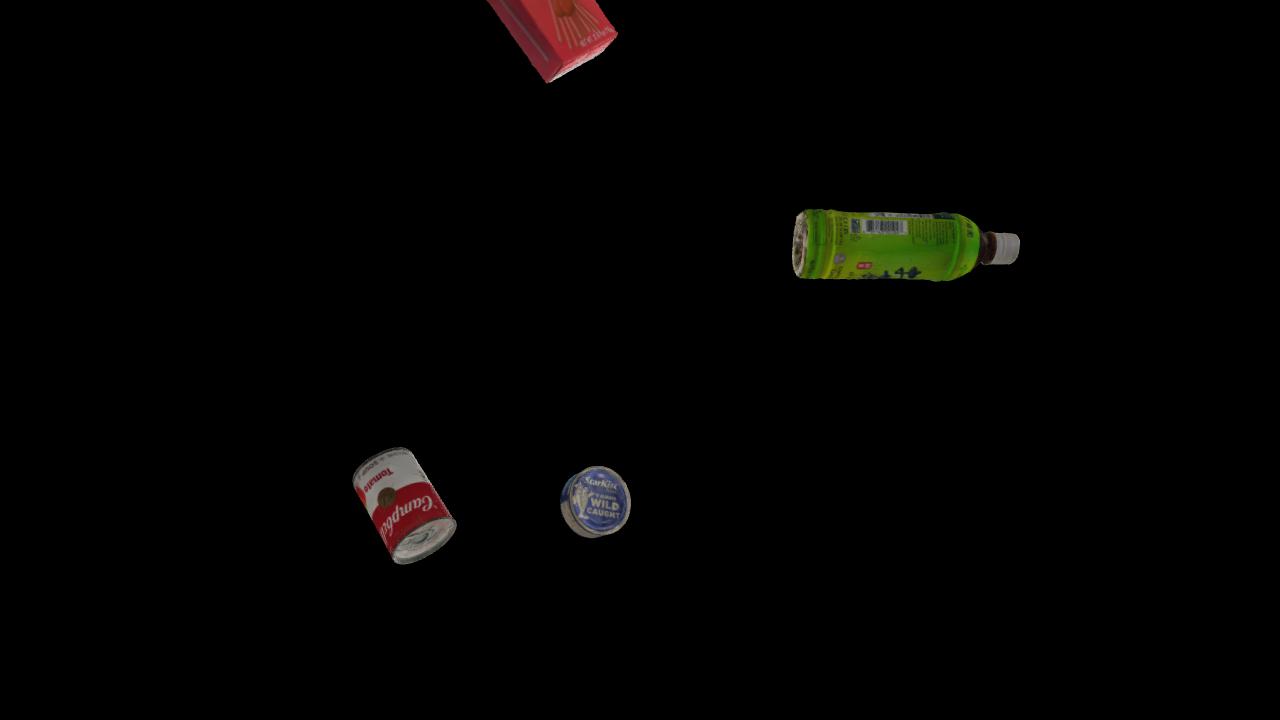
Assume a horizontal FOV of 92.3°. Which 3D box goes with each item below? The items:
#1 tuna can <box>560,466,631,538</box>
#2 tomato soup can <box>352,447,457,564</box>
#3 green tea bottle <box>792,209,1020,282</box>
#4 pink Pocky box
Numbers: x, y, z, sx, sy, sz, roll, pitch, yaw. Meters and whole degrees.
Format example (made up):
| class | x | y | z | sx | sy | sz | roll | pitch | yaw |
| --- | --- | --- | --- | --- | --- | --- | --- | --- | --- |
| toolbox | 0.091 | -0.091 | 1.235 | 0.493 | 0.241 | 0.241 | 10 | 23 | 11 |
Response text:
| class | x | y | z | sx | sy | sz | roll | pitch | yaw |
| --- | --- | --- | --- | --- | --- | --- | --- | --- | --- |
| tuna can | -0.055 | 0.175 | 0.757 | 0.084 | 0.084 | 0.034 | 0 | -22 | -34 |
| tomato soup can | -0.243 | 0.147 | 0.632 | 0.101 | 0.068 | 0.068 | 47 | 26 | 27 |
| green tea bottle | 0.264 | -0.114 | 0.614 | 0.212 | 0.073 | 0.073 | 2 | 0 | 5 |
| pink Pocky box | -0.090 | -0.299 | 0.472 | 0.029 | 0.155 | 0.084 | -21 | 24 | 46 |
